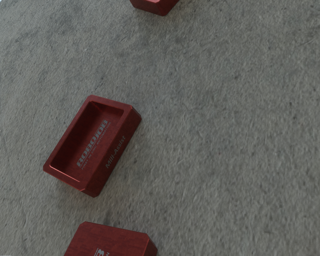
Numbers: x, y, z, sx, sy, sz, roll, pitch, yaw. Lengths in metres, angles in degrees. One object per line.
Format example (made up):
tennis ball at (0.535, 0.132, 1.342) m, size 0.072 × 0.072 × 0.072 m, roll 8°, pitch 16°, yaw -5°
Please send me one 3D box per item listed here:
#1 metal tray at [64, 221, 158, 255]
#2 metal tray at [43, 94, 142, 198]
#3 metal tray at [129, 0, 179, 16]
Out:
metal tray at (-0.066, 0.166, 0.310) m, size 0.090 × 0.030 × 0.130 m, roll 2°, pitch 48°, yaw 25°
metal tray at (-0.095, 0.021, 0.435) m, size 0.090 × 0.030 × 0.130 m, roll 17°, pitch 70°, yaw 34°
metal tray at (0.013, -0.265, 0.555) m, size 0.090 × 0.030 × 0.130 m, roll 33°, pitch 80°, yaw 38°
